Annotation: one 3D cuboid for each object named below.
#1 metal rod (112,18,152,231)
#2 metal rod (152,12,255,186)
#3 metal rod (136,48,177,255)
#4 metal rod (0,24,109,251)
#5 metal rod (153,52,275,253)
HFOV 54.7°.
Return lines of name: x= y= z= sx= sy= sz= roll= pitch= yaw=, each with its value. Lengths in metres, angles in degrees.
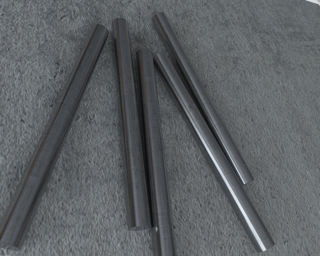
metal rod: x=-0.041 y=-0.025 z=0.396 sx=0.025 sy=0.025 sz=0.299 roll=6 pitch=59 yaw=-25
metal rod: x=0.058 y=-0.053 z=0.466 sx=0.025 sy=0.025 sz=0.299 roll=-12 pitch=68 yaw=-33
metal rod: x=-0.008 y=0.022 z=0.385 sx=0.025 sy=0.025 sz=0.299 roll=8 pitch=58 yaw=-24
metal rod: x=-0.109 y=-0.017 z=0.355 sx=0.025 sy=0.025 sz=0.300 roll=22 pitch=53 yaw=-15
metal rod: x=0.065 y=0.021 z=0.425 sx=0.025 sy=0.025 sz=0.299 roll=-16 pitch=70 yaw=-34
